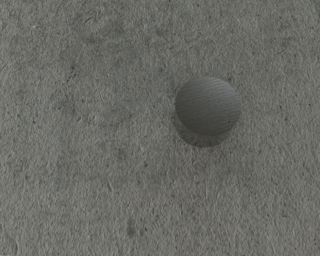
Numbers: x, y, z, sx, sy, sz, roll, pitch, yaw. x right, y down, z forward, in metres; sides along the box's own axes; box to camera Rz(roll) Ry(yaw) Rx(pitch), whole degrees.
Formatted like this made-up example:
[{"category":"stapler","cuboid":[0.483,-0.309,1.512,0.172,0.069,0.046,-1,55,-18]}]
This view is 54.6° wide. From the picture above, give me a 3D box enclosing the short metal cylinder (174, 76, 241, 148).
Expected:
[{"category":"short metal cylinder","cuboid":[0.059,-0.020,0.402,0.080,0.050,0.080,0,70,0]}]
